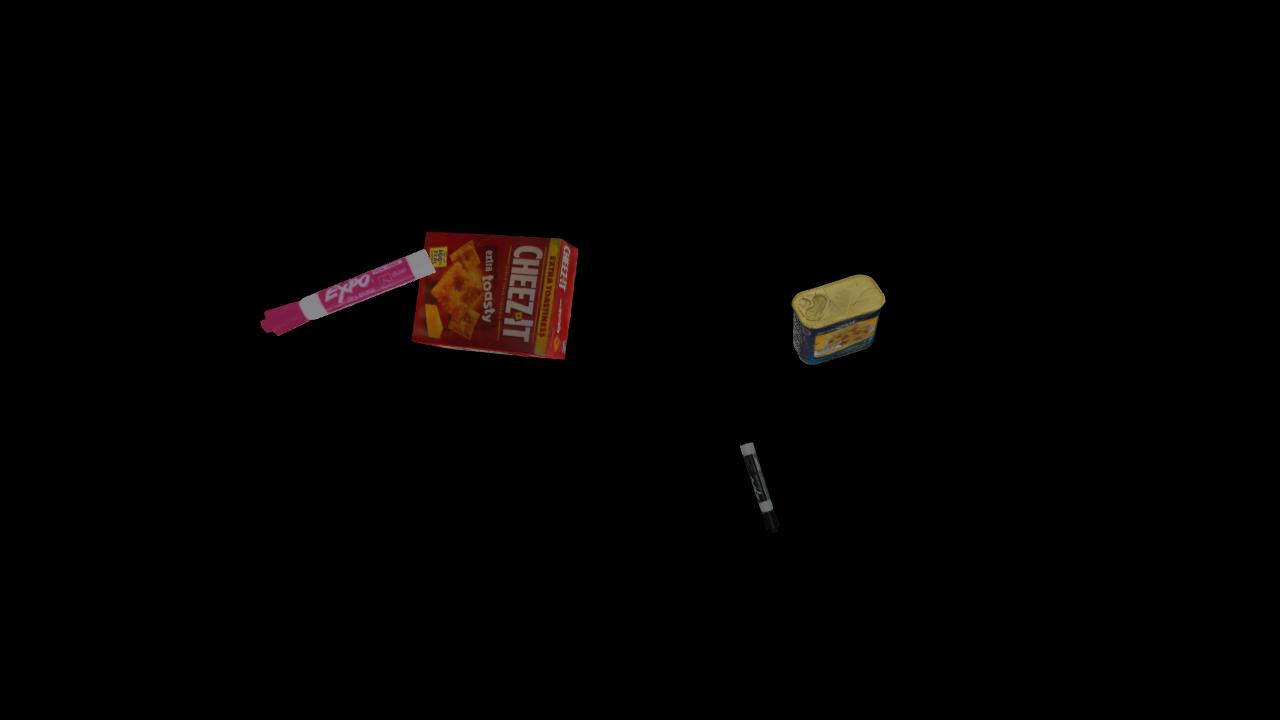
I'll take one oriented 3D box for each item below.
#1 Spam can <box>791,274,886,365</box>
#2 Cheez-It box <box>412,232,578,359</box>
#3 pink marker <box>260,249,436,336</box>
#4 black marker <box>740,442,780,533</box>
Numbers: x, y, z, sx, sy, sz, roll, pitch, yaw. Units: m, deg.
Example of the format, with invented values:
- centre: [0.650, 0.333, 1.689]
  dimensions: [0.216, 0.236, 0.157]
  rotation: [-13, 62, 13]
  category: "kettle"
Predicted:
- centre: [0.238, -0.046, 0.747]
  dimensions: [0.101, 0.058, 0.085]
  rotation: [-17, -36, 2]
  category: "Spam can"
- centre: [-0.209, -0.092, 0.885]
  dimensions: [0.223, 0.166, 0.071]
  rotation: [6, -2, 17]
  category: "Cheez-It box"
- centre: [-0.207, -0.048, 0.439]
  dimensions: [0.121, 0.020, 0.020]
  rotation: [-25, 6, -13]
  category: "pink marker"
- centre: [0.161, 0.171, 0.826]
  dimensions: [0.020, 0.121, 0.020]
  rotation: [-16, -13, -4]
  category: "black marker"
